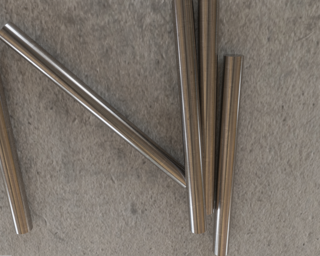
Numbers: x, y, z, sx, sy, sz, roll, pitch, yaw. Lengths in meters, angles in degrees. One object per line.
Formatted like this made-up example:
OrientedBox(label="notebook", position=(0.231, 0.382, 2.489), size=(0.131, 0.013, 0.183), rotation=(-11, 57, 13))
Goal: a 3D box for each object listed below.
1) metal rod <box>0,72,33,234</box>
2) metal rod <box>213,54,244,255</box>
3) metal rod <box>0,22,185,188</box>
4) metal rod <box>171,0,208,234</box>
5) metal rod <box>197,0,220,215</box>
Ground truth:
OrientedBox(label="metal rod", position=(-0.208, 0.011, 0.410), size=(0.025, 0.025, 0.298), rotation=(-2, 110, 0))
OrientedBox(label="metal rod", position=(0.092, 0.051, 0.429), size=(0.025, 0.025, 0.298), rotation=(-1, 110, 0))
OrientedBox(label="metal rod", position=(-0.072, -0.020, 0.401), size=(0.300, 0.025, 0.025), rotation=(41, 105, -14))
OrientedBox(label="metal rod", position=(0.040, -0.004, 0.393), size=(0.025, 0.025, 0.298), rotation=(-5, 104, 1))
OrientedBox(label="metal rod", position=(0.061, -0.019, 0.403), size=(0.025, 0.025, 0.298), rotation=(-2, 110, 0))
